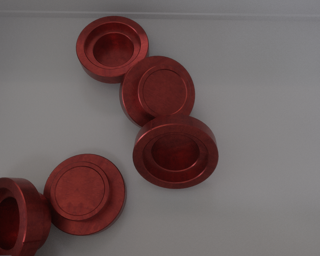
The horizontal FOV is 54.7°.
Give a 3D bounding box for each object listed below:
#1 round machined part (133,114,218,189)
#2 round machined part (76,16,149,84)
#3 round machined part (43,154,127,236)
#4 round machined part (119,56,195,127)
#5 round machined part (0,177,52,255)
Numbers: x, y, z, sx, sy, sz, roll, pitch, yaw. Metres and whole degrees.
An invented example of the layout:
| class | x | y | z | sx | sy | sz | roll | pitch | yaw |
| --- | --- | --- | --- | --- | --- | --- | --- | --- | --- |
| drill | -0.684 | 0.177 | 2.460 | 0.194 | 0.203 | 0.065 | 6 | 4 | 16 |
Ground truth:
| class | x | y | z | sx | sy | sz | roll | pitch | yaw |
| --- | --- | --- | --- | --- | --- | --- | --- | --- | --- |
| round machined part | 0.018 | 0.024 | 0.372 | 0.099 | 0.097 | 0.042 | 2 | 34 | 1 |
| round machined part | -0.064 | -0.106 | 0.439 | 0.099 | 0.042 | 0.098 | 0 | 70 | 0 |
| round machined part | -0.091 | 0.078 | 0.371 | 0.099 | 0.042 | 0.098 | 0 | 70 | 0 |
| round machined part | 0.000 | -0.044 | 0.396 | 0.099 | 0.042 | 0.097 | 0 | 91 | -18 |
| round machined part | -0.160 | 0.105 | 0.345 | 0.098 | 0.042 | 0.098 | -7 | 76 | 32 |
